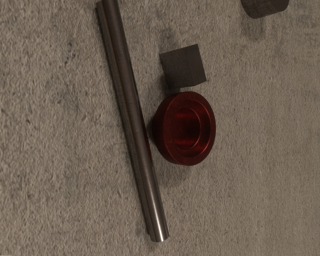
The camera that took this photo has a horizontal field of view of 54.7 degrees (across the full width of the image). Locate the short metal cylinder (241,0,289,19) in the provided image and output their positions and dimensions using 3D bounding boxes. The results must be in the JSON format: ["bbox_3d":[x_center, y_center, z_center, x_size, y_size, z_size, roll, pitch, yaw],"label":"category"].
[{"bbox_3d":[0.186,-0.240,0.547,0.081,0.050,0.079,0,90,-40],"label":"short metal cylinder"}]

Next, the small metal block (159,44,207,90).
[{"bbox_3d":[0.030,-0.081,0.416,0.025,0.050,0.050,-27,107,-37],"label":"small metal block"}]

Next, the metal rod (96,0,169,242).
[{"bbox_3d":[-0.031,-0.001,0.380,0.025,0.025,0.298,-20,103,-39],"label":"metal rod"}]

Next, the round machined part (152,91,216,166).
[{"bbox_3d":[0.028,0.001,0.419,0.099,0.042,0.097,0,90,-40],"label":"round machined part"}]
